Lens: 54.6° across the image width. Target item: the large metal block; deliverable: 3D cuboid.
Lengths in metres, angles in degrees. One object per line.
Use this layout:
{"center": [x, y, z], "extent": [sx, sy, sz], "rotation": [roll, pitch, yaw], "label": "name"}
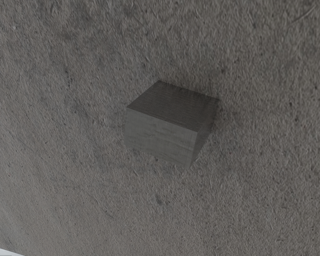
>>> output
{"center": [0.014, -0.008, 0.359], "extent": [0.080, 0.080, 0.050], "rotation": [20, 126, 16], "label": "large metal block"}
